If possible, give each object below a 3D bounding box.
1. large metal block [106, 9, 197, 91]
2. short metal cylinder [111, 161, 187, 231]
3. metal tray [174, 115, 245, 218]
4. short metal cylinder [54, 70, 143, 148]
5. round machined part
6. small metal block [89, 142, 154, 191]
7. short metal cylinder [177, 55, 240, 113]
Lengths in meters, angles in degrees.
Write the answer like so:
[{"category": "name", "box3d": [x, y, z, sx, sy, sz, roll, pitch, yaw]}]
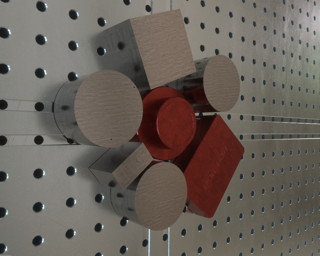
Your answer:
[{"category": "large metal block", "box3d": [-0.009, -0.095, 0.385, 0.081, 0.050, 0.080, -27, 107, -37]}, {"category": "short metal cylinder", "box3d": [-0.013, 0.079, 0.381, 0.081, 0.050, 0.080, 0, 90, -40]}, {"category": "metal tray", "box3d": [0.071, 0.055, 0.464, 0.090, 0.030, 0.130, 48, 61, -29]}, {"category": "short metal cylinder", "box3d": [-0.066, -0.020, 0.336, 0.081, 0.050, 0.080, 0, 90, -40]}, {"category": "round machined part", "box3d": [0.009, -0.006, 0.405, 0.099, 0.042, 0.097, 0, 90, -40]}, {"category": "small metal block", "box3d": [-0.044, 0.041, 0.354, 0.050, 0.050, 0.025, -45, 117, -31]}, {"category": "short metal cylinder", "box3d": [0.072, -0.062, 0.452, 0.081, 0.050, 0.080, 0, 90, -40]}]
